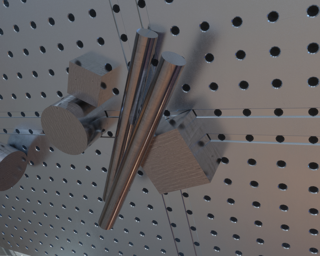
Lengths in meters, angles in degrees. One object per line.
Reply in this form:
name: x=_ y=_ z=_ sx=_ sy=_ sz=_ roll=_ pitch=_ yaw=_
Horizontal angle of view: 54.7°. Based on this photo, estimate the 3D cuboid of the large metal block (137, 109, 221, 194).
large metal block: x=0.020 y=0.033 z=0.405 sx=0.080 sy=0.050 sz=0.080 roll=-22 pitch=107 yaw=36

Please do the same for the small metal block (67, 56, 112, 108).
small metal block: x=-0.097 y=-0.063 z=0.423 sx=0.050 sy=0.025 sz=0.050 roll=26 pitch=128 yaw=12

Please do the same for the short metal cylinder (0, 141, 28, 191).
short metal cylinder: x=-0.297 y=0.070 z=0.576 sx=0.050 sy=0.080 sz=0.079 roll=22 pitch=127 yaw=15

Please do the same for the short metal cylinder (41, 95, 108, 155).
short metal cylinder: x=-0.126 y=-0.007 z=0.457 sx=0.080 sy=0.050 sz=0.079 roll=13 pitch=124 yaw=21

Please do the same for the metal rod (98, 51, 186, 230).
metal rod: x=-0.035 y=0.040 z=0.389 sx=0.025 sy=0.025 sz=0.298 roll=31 pitch=128 yaw=8

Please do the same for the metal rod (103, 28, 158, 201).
metal rod: x=-0.050 y=0.006 z=0.441 sx=0.025 sy=0.025 sz=0.298 roll=26 pitch=128 yaw=12
